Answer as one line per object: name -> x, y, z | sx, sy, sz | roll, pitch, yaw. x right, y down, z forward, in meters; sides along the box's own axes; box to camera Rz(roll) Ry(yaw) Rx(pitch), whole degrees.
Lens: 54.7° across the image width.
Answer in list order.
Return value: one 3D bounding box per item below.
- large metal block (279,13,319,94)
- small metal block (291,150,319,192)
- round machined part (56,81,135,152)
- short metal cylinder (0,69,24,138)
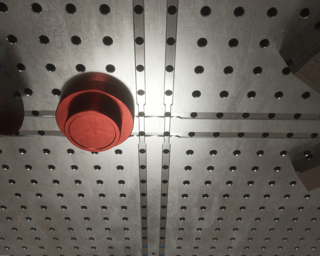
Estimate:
large metal block -> 0.193, -0.079, 0.331 | 0.080, 0.050, 0.080 | 28, 125, -22
small metal block -> 0.237, 0.065, 0.471 | 0.050, 0.025, 0.050 | -29, 125, 22
round machined part -> -0.082, -0.007, 0.393 | 0.099, 0.042, 0.097 | -1, 130, 0
short metal cylinder -> -0.202, -0.025, 0.351 | 0.050, 0.080, 0.080 | -13, 129, 10
